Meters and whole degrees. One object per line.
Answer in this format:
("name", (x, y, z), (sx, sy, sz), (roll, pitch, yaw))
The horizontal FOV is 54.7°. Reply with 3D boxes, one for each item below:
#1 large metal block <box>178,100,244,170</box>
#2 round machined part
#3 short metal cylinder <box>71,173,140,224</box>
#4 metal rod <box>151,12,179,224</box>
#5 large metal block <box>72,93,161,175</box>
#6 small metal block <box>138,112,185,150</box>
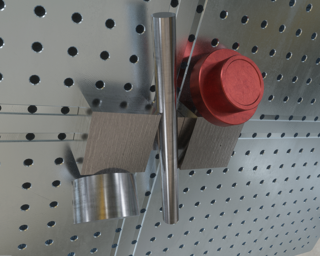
("large metal block", (0.062, 0.010, 0.436), (0.081, 0.050, 0.079), (1, 118, -29))
("round machined part", (0.090, -0.052, 0.385), (0.099, 0.042, 0.097), (4, 81, -28))
("short metal cylinder", (-0.068, 0.089, 0.385), (0.081, 0.050, 0.080), (-8, 163, -2))
("metal rod", (0.010, 0.012, 0.390), (0.025, 0.025, 0.298), (-16, 125, -19))
("large metal block", (-0.054, 0.007, 0.371), (0.081, 0.050, 0.079), (2, 118, -30))
("small metal block", (-0.001, 0.002, 0.413), (0.050, 0.025, 0.050), (1, 118, -29))
